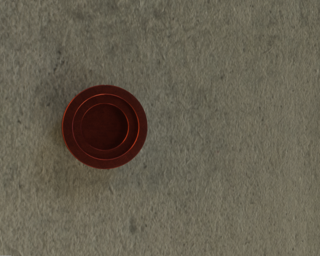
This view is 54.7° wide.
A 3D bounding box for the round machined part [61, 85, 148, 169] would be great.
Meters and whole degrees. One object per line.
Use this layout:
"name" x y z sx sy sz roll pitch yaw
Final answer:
"round machined part" -0.068 -0.002 0.375 0.099 0.042 0.097 0 90 -21
